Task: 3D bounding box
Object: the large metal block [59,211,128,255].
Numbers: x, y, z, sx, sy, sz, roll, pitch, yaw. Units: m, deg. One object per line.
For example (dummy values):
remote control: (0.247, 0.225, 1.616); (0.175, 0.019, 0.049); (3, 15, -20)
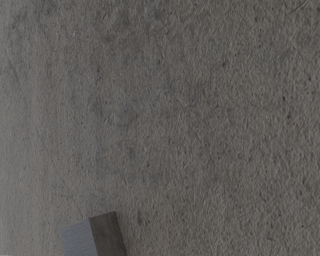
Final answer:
large metal block: (-0.101, 0.181, 0.473); (0.080, 0.050, 0.080); (-30, 72, 36)
